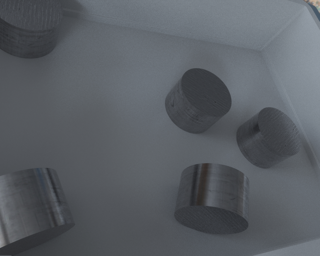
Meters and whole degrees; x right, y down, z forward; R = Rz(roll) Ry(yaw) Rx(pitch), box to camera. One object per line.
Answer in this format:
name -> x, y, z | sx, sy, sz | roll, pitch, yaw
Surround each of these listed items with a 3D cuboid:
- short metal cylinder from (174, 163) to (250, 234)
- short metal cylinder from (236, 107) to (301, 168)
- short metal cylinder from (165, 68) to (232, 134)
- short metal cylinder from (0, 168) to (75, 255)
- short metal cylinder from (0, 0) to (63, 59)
short metal cylinder -> 0.060, 0.082, 0.354 | 0.080, 0.080, 0.050 | 24, 53, -14
short metal cylinder -> 0.165, 0.015, 0.472 | 0.081, 0.050, 0.080 | 14, 56, -21
short metal cylinder -> 0.054, -0.038, 0.444 | 0.081, 0.050, 0.080 | 14, 56, -21
short metal cylinder -> -0.120, 0.074, 0.261 | 0.081, 0.080, 0.050 | -14, 69, -34
short metal cylinder -> -0.166, -0.133, 0.382 | 0.081, 0.050, 0.080 | 14, 56, -21
